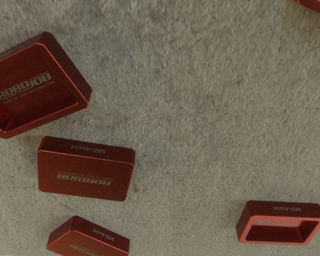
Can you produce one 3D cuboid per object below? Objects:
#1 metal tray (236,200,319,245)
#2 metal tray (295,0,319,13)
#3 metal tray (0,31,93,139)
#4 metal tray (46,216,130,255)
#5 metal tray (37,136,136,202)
[{"bbox_3d":[0.212,0.171,0.552,0.131,0.030,0.089,4,130,-4],"label":"metal tray"},{"bbox_3d":[0.190,-0.160,0.270,0.091,0.030,0.129,17,128,-14],"label":"metal tray"},{"bbox_3d":[-0.159,-0.045,0.363,0.130,0.030,0.090,-19,128,15],"label":"metal tray"},{"bbox_3d":[-0.135,0.222,0.591,0.130,0.030,0.090,36,121,-27],"label":"metal tray"},{"bbox_3d":[-0.108,0.063,0.456,0.131,0.030,0.089,9,130,-9],"label":"metal tray"}]
